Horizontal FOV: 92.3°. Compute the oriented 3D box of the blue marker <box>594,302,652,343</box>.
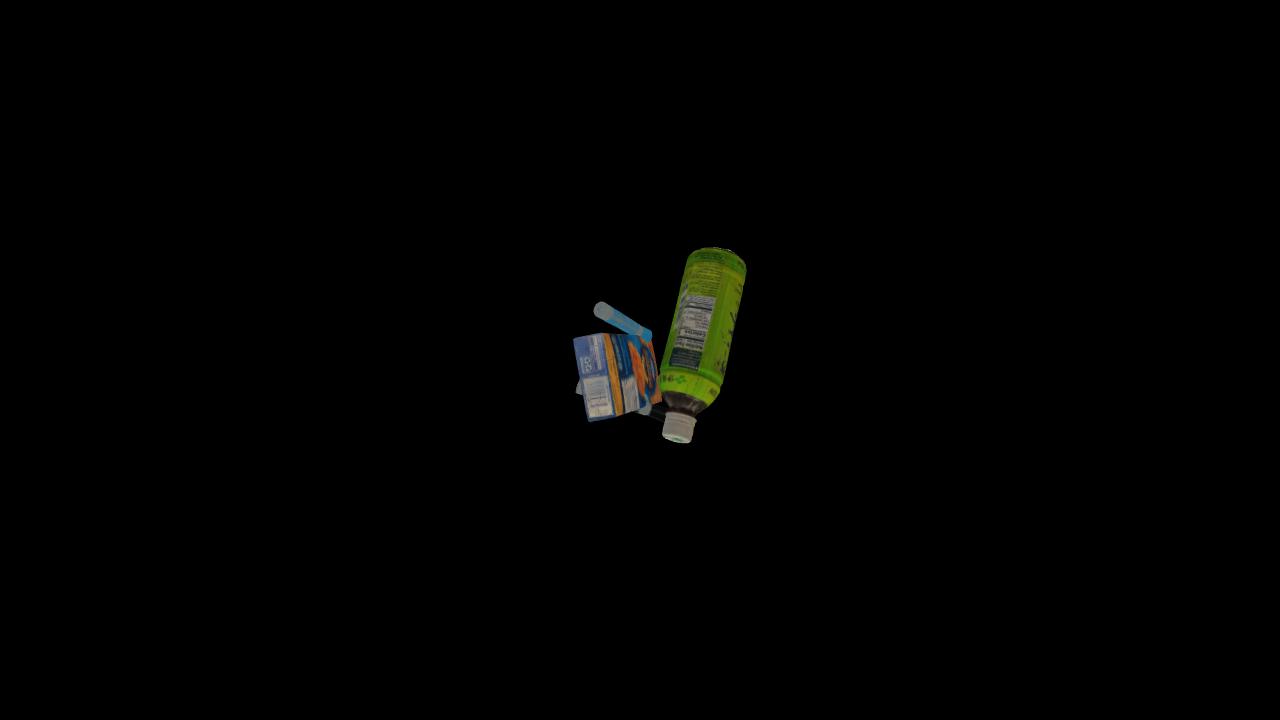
[{"bbox_3d":[-0.017,-0.043,0.745,0.020,0.020,0.121,0,-13,28],"label":"blue marker"}]

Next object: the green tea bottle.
[{"bbox_3d":[0.061,-0.016,0.659,0.073,0.212,0.073,15,-19,5],"label":"green tea bottle"}]

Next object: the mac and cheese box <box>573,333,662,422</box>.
[{"bbox_3d":[-0.021,0.016,0.731,0.041,0.093,0.184,-12,-2,17],"label":"mac and cheese box"}]

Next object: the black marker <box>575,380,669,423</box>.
[{"bbox_3d":[-0.018,0.050,0.742,0.121,0.020,0.020,19,-4,-11],"label":"black marker"}]
